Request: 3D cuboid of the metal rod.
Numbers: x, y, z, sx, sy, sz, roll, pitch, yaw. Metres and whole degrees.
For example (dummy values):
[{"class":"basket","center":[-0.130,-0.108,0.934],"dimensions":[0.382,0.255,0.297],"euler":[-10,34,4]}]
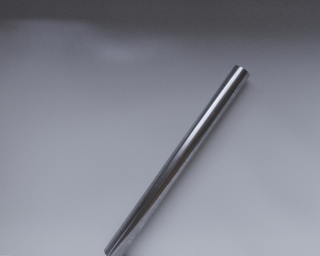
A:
[{"class":"metal rod","center":[0.023,0.046,0.411],"dimensions":[0.025,0.025,0.299],"euler":[35,90,-1]}]
